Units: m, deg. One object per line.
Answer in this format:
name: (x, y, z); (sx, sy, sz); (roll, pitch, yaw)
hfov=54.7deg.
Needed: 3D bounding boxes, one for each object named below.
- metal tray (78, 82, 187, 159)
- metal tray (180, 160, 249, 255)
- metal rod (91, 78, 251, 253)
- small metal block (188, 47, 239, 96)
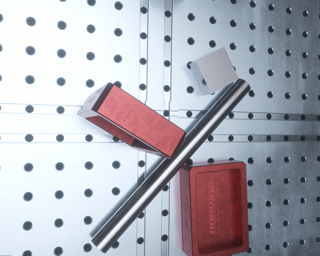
metal tray: (-0.038, -0.006, 0.344); (0.090, 0.130, 0.030); (33, 79, -18)
metal tray: (0.078, 0.114, 0.440); (0.091, 0.030, 0.129); (-3, 91, -20)
metal rod: (0.024, 0.041, 0.422); (0.301, 0.025, 0.025); (-46, 105, -14)
small metal block: (0.076, -0.081, 0.442); (0.050, 0.025, 0.050); (-30, 100, -18)
